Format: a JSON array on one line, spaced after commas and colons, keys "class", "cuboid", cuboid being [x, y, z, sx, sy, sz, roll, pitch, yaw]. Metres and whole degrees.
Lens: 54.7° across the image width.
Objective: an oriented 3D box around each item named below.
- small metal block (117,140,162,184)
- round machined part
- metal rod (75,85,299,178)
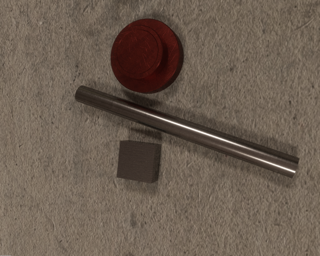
[{"class": "small metal block", "cuboid": [-0.028, 0.044, 0.418, 0.050, 0.025, 0.050, 6, 92, 19]}, {"class": "round machined part", "cuboid": [-0.022, -0.095, 0.407, 0.098, 0.042, 0.097, 0, 90, 19]}, {"class": "metal rod", "cuboid": [0.020, -0.002, 0.401, 0.301, 0.025, 0.025, 20, 97, 18]}]
